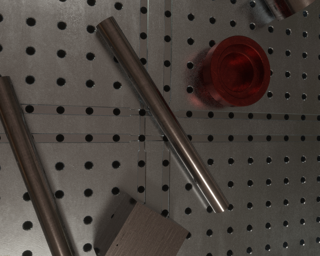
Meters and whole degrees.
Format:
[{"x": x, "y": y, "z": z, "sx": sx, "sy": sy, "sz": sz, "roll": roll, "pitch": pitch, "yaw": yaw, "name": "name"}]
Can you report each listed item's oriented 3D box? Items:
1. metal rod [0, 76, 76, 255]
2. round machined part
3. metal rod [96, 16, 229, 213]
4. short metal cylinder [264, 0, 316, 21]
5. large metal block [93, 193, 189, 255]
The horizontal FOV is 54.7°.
[{"x": -0.136, "y": 0.087, "z": 0.363, "sx": 0.025, "sy": 0.025, "sz": 0.298, "roll": -20, "pitch": 97, "yaw": -19, "name": "metal rod"}, {"x": 0.105, "y": -0.078, "z": 0.444, "sx": 0.099, "sy": 0.042, "sz": 0.097, "roll": 0, "pitch": 90, "yaw": -21, "name": "round machined part"}, {"x": 0.010, "y": -0.009, "z": 0.417, "sx": 0.025, "sy": 0.025, "sz": 0.299, "roll": -36, "pitch": 102, "yaw": -17, "name": "metal rod"}, {"x": 0.197, "y": -0.204, "z": 0.458, "sx": 0.080, "sy": 0.080, "sz": 0.050, "roll": -41, "pitch": 104, "yaw": -16, "name": "short metal cylinder"}, {"x": -0.024, "y": 0.141, "z": 0.392, "sx": 0.080, "sy": 0.050, "sz": 0.080, "roll": 35, "pitch": 79, "yaw": -17, "name": "large metal block"}]
